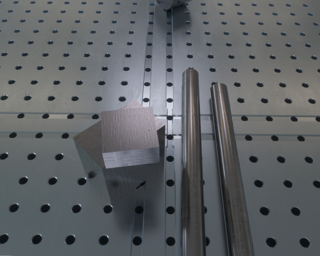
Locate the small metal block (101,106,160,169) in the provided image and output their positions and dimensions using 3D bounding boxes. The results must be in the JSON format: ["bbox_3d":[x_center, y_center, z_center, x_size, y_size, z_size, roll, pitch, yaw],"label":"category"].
[{"bbox_3d":[-0.029,0.008,0.297,0.050,0.025,0.050,-6,50,-5],"label":"small metal block"}]

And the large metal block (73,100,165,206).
[{"bbox_3d":[-0.041,0.028,0.348,0.080,0.080,0.050,-35,58,-26],"label":"large metal block"}]

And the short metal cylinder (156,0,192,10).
[{"bbox_3d":[0.025,-0.280,0.608,0.050,0.080,0.080,-26,55,-20],"label":"short metal cylinder"}]

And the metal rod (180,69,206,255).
[{"bbox_3d":[0.039,0.033,0.379,0.025,0.025,0.300,2,50,2],"label":"metal rod"}]

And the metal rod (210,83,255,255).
[{"bbox_3d":[0.082,0.058,0.359,0.025,0.025,0.300,1,50,1],"label":"metal rod"}]
